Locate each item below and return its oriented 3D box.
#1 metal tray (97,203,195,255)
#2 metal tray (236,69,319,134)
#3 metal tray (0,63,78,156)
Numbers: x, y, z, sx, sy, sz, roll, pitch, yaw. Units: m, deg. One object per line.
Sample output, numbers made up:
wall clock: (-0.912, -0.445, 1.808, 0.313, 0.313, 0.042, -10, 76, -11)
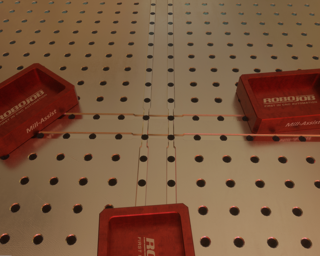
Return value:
metal tray: (-0.012, 0.138, 0.287, 0.091, 0.030, 0.130, -3, 50, -3)
metal tray: (0.185, -0.040, 0.439, 0.131, 0.030, 0.090, -5, 50, -4)
metal tray: (-0.192, -0.031, 0.429, 0.090, 0.030, 0.131, 32, 57, 24)
